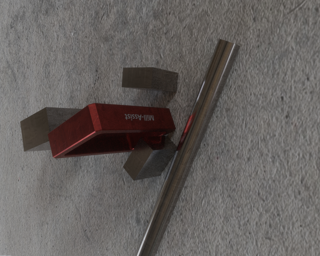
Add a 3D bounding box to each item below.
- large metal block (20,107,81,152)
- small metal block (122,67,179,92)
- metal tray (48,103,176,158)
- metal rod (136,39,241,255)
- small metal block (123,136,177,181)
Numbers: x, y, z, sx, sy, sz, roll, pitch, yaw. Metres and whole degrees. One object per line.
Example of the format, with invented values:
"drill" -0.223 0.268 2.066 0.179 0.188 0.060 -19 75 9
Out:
"large metal block" -0.165 0.003 0.502 0.080 0.081 0.050 -19 78 38
"small metal block" -0.012 -0.062 0.397 0.050 0.050 0.025 8 96 39
"metal tray" -0.055 0.005 0.379 0.090 0.131 0.030 -28 73 36
"metal rod" 0.028 0.041 0.380 0.025 0.025 0.298 31 109 35
"small metal block" -0.012 0.038 0.396 0.025 0.050 0.050 46 117 30
